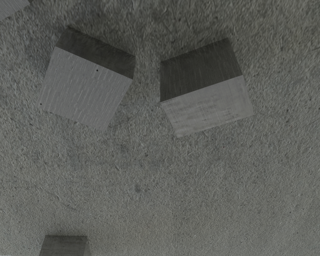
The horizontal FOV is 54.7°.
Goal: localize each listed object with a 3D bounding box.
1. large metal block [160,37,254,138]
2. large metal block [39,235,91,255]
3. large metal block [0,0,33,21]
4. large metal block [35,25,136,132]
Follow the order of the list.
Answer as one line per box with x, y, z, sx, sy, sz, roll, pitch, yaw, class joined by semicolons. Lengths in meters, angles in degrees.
0.047;-0.045;0.333;0.080;0.080;0.050;-17;128;14;large metal block
-0.183;0.255;0.606;0.081;0.050;0.079;2;130;-2;large metal block
-0.165;-0.136;0.273;0.080;0.050;0.080;-21;127;16;large metal block
-0.082;-0.052;0.345;0.080;0.050;0.080;22;127;-18;large metal block
